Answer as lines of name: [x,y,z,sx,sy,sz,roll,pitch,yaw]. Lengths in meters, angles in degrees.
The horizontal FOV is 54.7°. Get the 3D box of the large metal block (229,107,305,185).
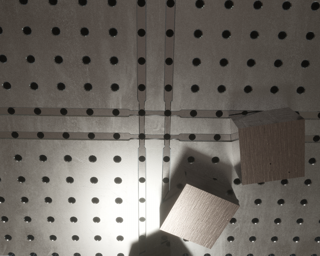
large metal block: [0.141,0.023,0.411,0.080,0.050,0.079,-8,110,2]

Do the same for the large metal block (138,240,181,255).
large metal block: [0.002,0.239,0.488,0.080,0.050,0.080,-29,108,10]

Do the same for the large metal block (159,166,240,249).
large metal block: [0.053,0.113,0.443,0.080,0.050,0.080,24,108,-9]
